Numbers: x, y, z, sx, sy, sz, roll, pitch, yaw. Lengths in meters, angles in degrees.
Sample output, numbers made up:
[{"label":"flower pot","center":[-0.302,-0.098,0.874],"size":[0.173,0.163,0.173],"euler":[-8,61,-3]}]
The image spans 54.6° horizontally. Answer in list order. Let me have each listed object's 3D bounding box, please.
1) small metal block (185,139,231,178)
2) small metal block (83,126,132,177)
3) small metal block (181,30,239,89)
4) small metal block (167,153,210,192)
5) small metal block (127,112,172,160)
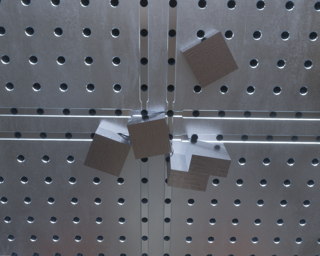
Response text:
[{"label":"small metal block","center":[0.063,0.040,0.415],"size":[0.050,0.050,0.025],"euler":[9,110,-4]},{"label":"small metal block","center":[-0.070,0.033,0.425],"size":[0.050,0.025,0.050],"euler":[21,109,-8]},{"label":"small metal block","center":[0.061,-0.085,0.383],"size":[0.050,0.025,0.050],"euler":[-28,108,10]},{"label":"small metal block","center":[0.037,0.059,0.422],"size":[0.050,0.050,0.025],"euler":[9,110,-4]},{"label":"small metal block","center":[-0.013,0.010,0.417],"size":[0.050,0.025,0.050],"euler":[-11,110,4]}]
